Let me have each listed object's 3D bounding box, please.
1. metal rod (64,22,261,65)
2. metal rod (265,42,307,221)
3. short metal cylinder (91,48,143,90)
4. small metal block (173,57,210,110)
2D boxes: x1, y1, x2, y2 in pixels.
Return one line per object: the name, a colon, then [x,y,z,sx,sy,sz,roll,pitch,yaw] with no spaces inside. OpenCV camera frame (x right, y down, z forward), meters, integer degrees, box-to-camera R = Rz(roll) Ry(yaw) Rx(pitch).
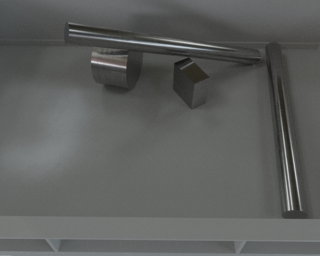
metal rod: [0.024,-0.113,0.433,0.303,0.025,0.025,-1,47,-30]
metal rod: [0.166,-0.021,0.424,0.025,0.025,0.300,7,50,5]
short metal cylinder: [-0.060,-0.100,0.453,0.050,0.080,0.080,12,51,9]
small metal block: [0.043,-0.064,0.443,0.025,0.050,0.050,-24,55,-19]
